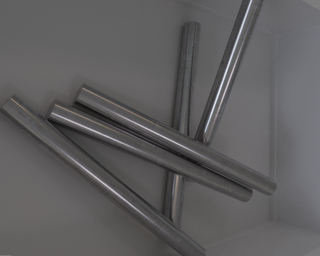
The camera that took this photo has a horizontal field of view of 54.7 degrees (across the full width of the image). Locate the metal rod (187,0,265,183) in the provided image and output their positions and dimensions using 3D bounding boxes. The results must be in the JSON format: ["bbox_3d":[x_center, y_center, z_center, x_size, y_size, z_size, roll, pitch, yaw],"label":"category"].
[{"bbox_3d":[0.083,-0.063,0.395,0.025,0.025,0.298,-1,116,-40],"label":"metal rod"}]

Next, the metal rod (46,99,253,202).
[{"bbox_3d":[0.008,0.040,0.386,0.302,0.025,0.025,26,74,-29],"label":"metal rod"}]

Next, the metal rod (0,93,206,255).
[{"bbox_3d":[-0.046,0.073,0.349,0.300,0.025,0.025,45,63,-25],"label":"metal rod"}]

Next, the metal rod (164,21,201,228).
[{"bbox_3d":[0.030,0.000,0.431,0.025,0.025,0.298,11,83,-40],"label":"metal rod"}]

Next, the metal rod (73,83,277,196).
[{"bbox_3d":[0.036,0.025,0.393,0.301,0.025,0.025,27,73,-23],"label":"metal rod"}]
